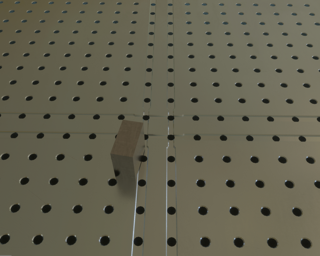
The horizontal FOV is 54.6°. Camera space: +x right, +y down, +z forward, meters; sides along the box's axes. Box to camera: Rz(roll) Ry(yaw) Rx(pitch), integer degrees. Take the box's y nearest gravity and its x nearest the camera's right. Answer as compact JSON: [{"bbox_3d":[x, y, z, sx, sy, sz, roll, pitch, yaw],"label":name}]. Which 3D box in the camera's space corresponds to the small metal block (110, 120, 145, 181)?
[{"bbox_3d":[-0.037,0.027,0.369,0.025,0.050,0.050,9,51,7],"label":"small metal block"}]
